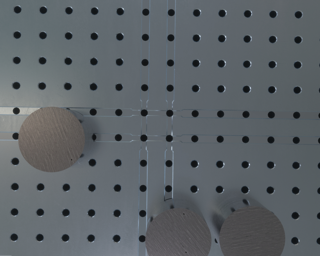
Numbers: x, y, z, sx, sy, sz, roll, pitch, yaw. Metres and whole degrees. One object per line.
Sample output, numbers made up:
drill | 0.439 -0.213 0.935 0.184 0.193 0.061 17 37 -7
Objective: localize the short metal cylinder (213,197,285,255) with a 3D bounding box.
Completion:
short metal cylinder | 0.112 0.135 0.402 0.081 0.050 0.079 0 90 0

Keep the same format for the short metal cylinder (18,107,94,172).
short metal cylinder | -0.131 0.014 0.400 0.081 0.050 0.080 0 90 0

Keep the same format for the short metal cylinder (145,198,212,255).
short metal cylinder | 0.022 0.137 0.401 0.081 0.050 0.079 0 90 0
